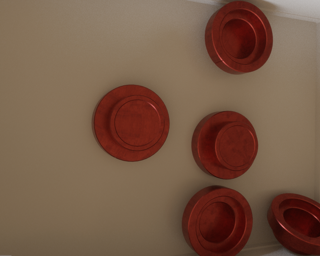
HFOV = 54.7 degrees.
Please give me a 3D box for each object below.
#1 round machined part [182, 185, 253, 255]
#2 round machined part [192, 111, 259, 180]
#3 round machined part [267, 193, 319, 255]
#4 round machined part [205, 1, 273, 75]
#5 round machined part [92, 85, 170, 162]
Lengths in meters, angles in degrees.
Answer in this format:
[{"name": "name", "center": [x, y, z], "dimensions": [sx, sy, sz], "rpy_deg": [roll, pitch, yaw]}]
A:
[{"name": "round machined part", "center": [0.075, 0.128, 0.429], "dimensions": [0.099, 0.042, 0.097], "rpy_deg": [0, 90, -20]}, {"name": "round machined part", "center": [0.098, 0.024, 0.437], "dimensions": [0.099, 0.042, 0.097], "rpy_deg": [0, 90, -20]}, {"name": "round machined part", "center": [0.207, 0.146, 0.457], "dimensions": [0.099, 0.098, 0.042], "rpy_deg": [-2, 123, -20]}, {"name": "round machined part", "center": [0.107, -0.124, 0.440], "dimensions": [0.099, 0.042, 0.097], "rpy_deg": [0, 90, -20]}, {"name": "round machined part", "center": [-0.033, -0.006, 0.389], "dimensions": [0.099, 0.042, 0.097], "rpy_deg": [0, 90, -20]}]
